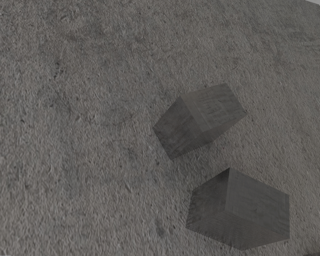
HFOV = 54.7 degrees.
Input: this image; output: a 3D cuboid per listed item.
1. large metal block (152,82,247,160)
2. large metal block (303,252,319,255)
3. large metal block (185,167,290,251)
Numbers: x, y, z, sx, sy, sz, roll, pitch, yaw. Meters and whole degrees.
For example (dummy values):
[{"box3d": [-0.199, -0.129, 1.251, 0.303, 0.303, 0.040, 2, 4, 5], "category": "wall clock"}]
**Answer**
[{"box3d": [0.049, -0.008, 0.400, 0.081, 0.080, 0.050, -19, 72, -35], "category": "large metal block"}, {"box3d": [0.231, 0.208, 0.385, 0.080, 0.050, 0.080, 25, 53, -13], "category": "large metal block"}, {"box3d": [0.088, 0.097, 0.356, 0.080, 0.080, 0.050, 26, 53, -13], "category": "large metal block"}]
